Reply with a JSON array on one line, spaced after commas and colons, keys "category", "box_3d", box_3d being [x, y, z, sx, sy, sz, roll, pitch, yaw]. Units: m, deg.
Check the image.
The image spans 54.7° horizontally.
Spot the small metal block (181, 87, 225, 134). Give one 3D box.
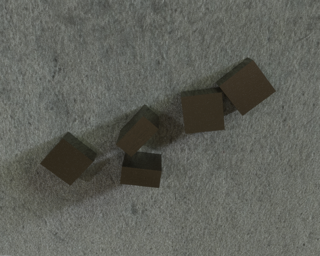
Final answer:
[{"category": "small metal block", "box_3d": [0.055, -0.023, 0.400, 0.050, 0.025, 0.050, -6, 112, 7]}]

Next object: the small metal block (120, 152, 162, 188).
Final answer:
[{"category": "small metal block", "box_3d": [-0.025, 0.054, 0.416, 0.050, 0.050, 0.025, 7, 110, -3]}]

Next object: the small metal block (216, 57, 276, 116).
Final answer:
[{"category": "small metal block", "box_3d": [0.108, -0.052, 0.392, 0.050, 0.025, 0.050, -38, 106, 12]}]

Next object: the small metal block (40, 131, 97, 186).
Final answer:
[{"category": "small metal block", "box_3d": [-0.124, 0.042, 0.424, 0.050, 0.025, 0.050, 41, 105, -14]}]

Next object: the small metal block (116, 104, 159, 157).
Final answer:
[{"category": "small metal block", "box_3d": [-0.028, 0.002, 0.397, 0.025, 0.050, 0.050, 41, 105, -14]}]
